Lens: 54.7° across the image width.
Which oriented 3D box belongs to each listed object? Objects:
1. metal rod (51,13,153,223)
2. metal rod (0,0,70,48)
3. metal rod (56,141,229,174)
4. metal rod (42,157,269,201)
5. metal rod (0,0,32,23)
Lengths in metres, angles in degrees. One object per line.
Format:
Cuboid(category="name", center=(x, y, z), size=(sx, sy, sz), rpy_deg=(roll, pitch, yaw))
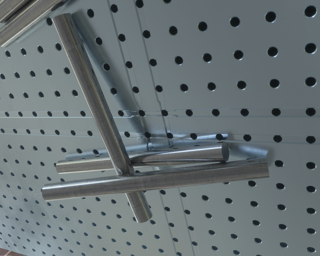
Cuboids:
Cuboid(category="metal rod", center=(-0.074, -0.004, 0.422), size=(0.025, 0.025, 0.298), rpy_deg=(-12, 106, 33))
Cuboid(category="metal rod", center=(-0.110, -0.165, 0.365), size=(0.300, 0.025, 0.025), rpy_deg=(-17, 110, 34))
Cuboid(category="metal rod", center=(-0.045, 0.049, 0.463), size=(0.300, 0.025, 0.025), rpy_deg=(-9, 114, 31))
Cuboid(category="metal rod", center=(-0.015, 0.070, 0.407), size=(0.301, 0.025, 0.025), rpy_deg=(-9, 115, 13))
Cuboid(category="metal rod", center=(-0.102, -0.193, 0.343), size=(0.300, 0.025, 0.025), rpy_deg=(-17, 110, 34))
